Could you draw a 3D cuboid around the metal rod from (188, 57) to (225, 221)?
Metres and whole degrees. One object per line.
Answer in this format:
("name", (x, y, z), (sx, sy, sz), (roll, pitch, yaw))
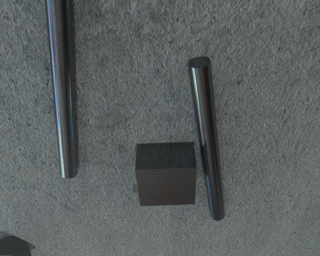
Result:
("metal rod", (0.072, 0.038, 0.440), (0.025, 0.025, 0.298), (-9, 130, 7))

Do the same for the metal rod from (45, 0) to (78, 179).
("metal rod", (-0.113, -0.046, 0.365), (0.025, 0.025, 0.298), (6, 130, -6))

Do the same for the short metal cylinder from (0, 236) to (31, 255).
("short metal cylinder", (-0.293, 0.251, 0.581), (0.050, 0.080, 0.080), (-31, 124, 23))

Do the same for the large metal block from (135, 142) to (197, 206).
("large metal block", (0.009, 0.067, 0.448), (0.081, 0.050, 0.079), (-2, 130, 1))
